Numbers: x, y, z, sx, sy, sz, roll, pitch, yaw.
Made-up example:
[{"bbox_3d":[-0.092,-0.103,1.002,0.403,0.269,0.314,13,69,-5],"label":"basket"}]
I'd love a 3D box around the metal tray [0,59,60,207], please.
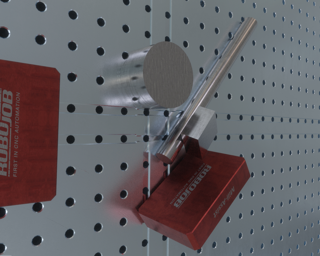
[{"bbox_3d":[-0.144,0.005,0.286,0.091,0.030,0.129,2,89,-40],"label":"metal tray"}]

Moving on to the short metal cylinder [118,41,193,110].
[{"bbox_3d":[-0.004,-0.064,0.390,0.081,0.050,0.079,0,90,-40],"label":"short metal cylinder"}]

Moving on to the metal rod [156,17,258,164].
[{"bbox_3d":[0.082,-0.071,0.478,0.025,0.025,0.301,49,61,-29],"label":"metal rod"}]

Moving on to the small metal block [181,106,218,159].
[{"bbox_3d":[0.056,0.007,0.426,0.050,0.025,0.050,-56,150,-25],"label":"small metal block"}]

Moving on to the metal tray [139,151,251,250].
[{"bbox_3d":[0.046,0.084,0.404,0.131,0.090,0.030,-44,124,-31],"label":"metal tray"}]
